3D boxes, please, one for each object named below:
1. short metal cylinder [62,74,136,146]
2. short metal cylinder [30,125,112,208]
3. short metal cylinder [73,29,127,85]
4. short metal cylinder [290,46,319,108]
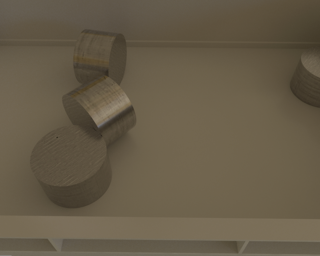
[{"bbox_3d":[-0.075,-0.019,0.385,0.080,0.080,0.050,37,59,26],"label":"short metal cylinder"},{"bbox_3d":[-0.098,0.043,0.352,0.080,0.050,0.080,0,50,0],"label":"short metal cylinder"},{"bbox_3d":[-0.085,-0.100,0.453,0.050,0.080,0.080,10,51,8],"label":"short metal cylinder"},{"bbox_3d":[0.240,-0.075,0.453,0.080,0.050,0.080,0,50,0],"label":"short metal cylinder"}]
